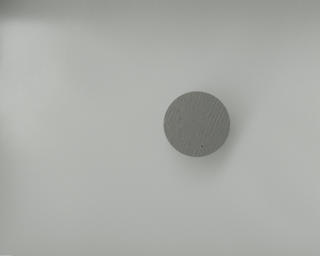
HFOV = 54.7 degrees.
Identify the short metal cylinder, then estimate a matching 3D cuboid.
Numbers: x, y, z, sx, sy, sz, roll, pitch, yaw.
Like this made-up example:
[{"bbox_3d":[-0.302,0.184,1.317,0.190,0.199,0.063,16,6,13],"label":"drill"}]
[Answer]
[{"bbox_3d":[0.045,-0.005,0.400,0.081,0.050,0.079,0,90,-1],"label":"short metal cylinder"}]
